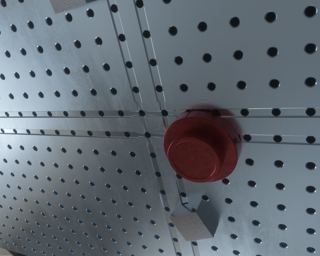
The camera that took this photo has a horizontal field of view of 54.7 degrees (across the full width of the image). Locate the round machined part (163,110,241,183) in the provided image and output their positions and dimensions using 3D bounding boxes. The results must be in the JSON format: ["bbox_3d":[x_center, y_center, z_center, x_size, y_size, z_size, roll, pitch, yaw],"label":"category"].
[{"bbox_3d":[0.049,0.030,0.392,0.098,0.042,0.097,13,124,20],"label":"round machined part"}]

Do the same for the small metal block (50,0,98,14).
[{"bbox_3d":[-0.107,-0.167,0.362,0.050,0.025,0.050,-4,117,30],"label":"small metal block"}]

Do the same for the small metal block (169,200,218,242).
[{"bbox_3d":[0.051,0.142,0.471,0.050,0.025,0.050,-24,106,36],"label":"small metal block"}]
